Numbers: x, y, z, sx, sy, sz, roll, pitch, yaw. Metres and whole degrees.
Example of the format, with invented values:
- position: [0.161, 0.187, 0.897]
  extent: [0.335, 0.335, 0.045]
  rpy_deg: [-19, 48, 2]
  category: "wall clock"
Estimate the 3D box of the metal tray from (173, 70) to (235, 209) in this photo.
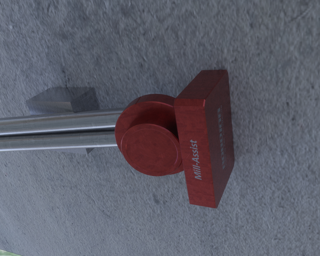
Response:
- position: [0.054, 0.011, 0.343]
  extent: [0.030, 0.090, 0.129]
  rpy_deg: [4, 120, 26]
  category: "metal tray"

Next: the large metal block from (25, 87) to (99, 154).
- position: [-0.133, -0.012, 0.448]
  extent: [0.080, 0.050, 0.079]
  rpy_deg: [3, 120, 26]
  category: "large metal block"

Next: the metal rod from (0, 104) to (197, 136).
- position: [-0.091, -0.010, 0.390]
  extent: [0.301, 0.025, 0.025]
  rpy_deg: [-4, 117, 15]
  category: "metal rod"

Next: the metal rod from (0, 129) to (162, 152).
- position: [-0.087, 0.014, 0.403]
  extent: [0.301, 0.025, 0.025]
  rpy_deg: [-3, 118, 15]
  category: "metal rod"

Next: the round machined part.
- position: [-0.004, 0.015, 0.344]
  extent: [0.098, 0.042, 0.097]
  rpy_deg: [7, 122, 11]
  category: "round machined part"
